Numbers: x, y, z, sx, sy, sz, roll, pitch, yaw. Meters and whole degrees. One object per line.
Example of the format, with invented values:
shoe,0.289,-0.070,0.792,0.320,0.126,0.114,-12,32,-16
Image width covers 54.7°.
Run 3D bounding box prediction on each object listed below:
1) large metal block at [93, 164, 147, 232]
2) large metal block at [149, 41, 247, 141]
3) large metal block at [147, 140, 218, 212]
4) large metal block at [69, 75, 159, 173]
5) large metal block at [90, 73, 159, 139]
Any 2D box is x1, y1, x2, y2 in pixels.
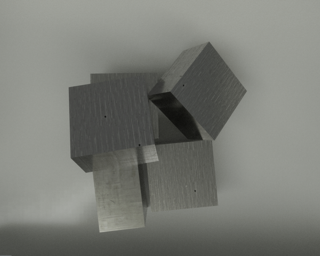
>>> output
large metal block,-0.046,0.073,0.382,0.050,0.080,0.079,-7,90,0
large metal block,0.046,-0.042,0.373,0.080,0.050,0.080,46,67,-23
large metal block,0.026,0.057,0.396,0.081,0.050,0.079,-5,90,-1
large metal block,-0.049,-0.004,0.332,0.080,0.050,0.080,-9,65,0
large metal block,-0.043,-0.026,0.397,0.081,0.050,0.079,-1,90,-1
